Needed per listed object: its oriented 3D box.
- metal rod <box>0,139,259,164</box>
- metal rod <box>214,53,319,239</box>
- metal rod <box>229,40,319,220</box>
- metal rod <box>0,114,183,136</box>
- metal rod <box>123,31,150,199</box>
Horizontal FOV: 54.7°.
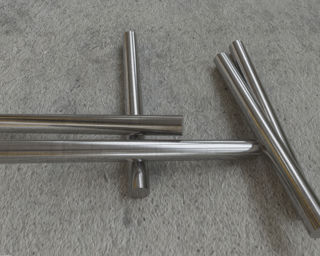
[{"bbox_3d":[-0.031,0.025,0.346,0.302,0.025,0.025,1,49,-14],"label":"metal rod"},{"bbox_3d":[0.124,-0.007,0.390,0.025,0.025,0.300,-8,45,-6],"label":"metal rod"},{"bbox_3d":[0.143,-0.022,0.422,0.025,0.025,0.300,-4,50,-4],"label":"metal rod"},{"bbox_3d":[-0.122,-0.005,0.385,0.301,0.025,0.025,1,50,8],"label":"metal rod"},{"bbox_3d":[-0.038,-0.042,0.438,0.025,0.025,0.300,-4,50,-4],"label":"metal rod"}]
